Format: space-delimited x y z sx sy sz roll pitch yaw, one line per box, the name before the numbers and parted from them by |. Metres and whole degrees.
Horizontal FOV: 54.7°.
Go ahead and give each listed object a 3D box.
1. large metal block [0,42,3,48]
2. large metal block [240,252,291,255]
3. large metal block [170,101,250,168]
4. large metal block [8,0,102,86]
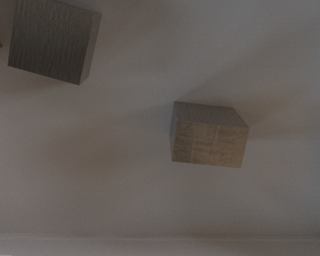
large metal block | -0.241 -0.091 0.344 0.080 0.080 0.050 -25 109 7
large metal block | 0.172 0.250 0.495 0.081 0.050 0.079 -2 110 0
large metal block | 0.056 0.005 0.385 0.081 0.080 0.050 6 110 -3
large metal block | -0.119 -0.103 0.358 0.080 0.050 0.079 15 109 -6
